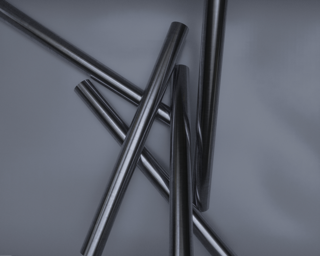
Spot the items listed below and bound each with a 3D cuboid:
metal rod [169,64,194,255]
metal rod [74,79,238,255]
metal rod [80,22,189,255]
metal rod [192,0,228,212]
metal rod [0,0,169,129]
[{"bbox_3d":[0.023,0.058,0.349,0.025,0.025,0.299,2,65,0],"label":"metal rod"},{"bbox_3d":[-0.007,0.057,0.398,0.025,0.025,0.300,-40,85,0],"label":"metal rod"},{"bbox_3d":[-0.027,0.008,0.378,0.025,0.025,0.299,21,82,0],"label":"metal rod"},{"bbox_3d":[0.056,-0.034,0.360,0.025,0.025,0.298,1,111,0],"label":"metal rod"},{"bbox_3d":[-0.104,-0.089,0.410,0.301,0.025,0.025,33,90,0],"label":"metal rod"}]
